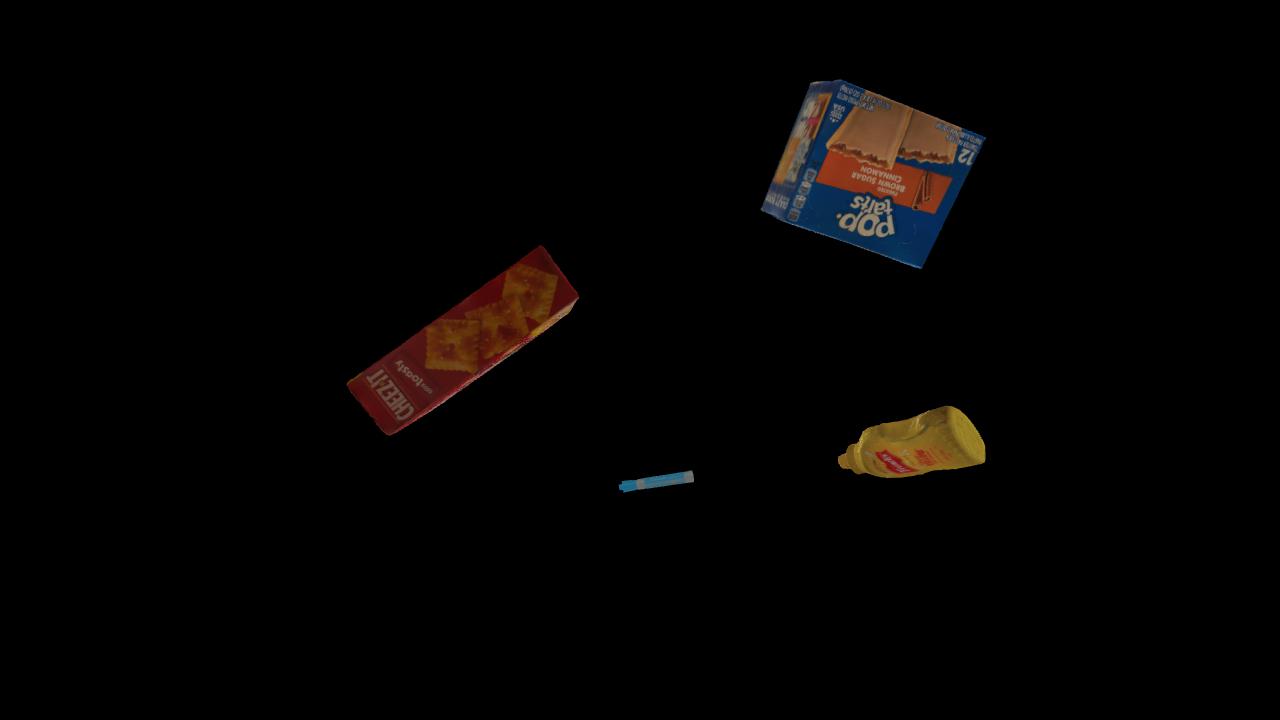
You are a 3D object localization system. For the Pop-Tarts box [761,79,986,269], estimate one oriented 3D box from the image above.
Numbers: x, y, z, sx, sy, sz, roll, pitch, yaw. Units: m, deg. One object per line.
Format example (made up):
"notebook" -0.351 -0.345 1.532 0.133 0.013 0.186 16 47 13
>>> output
"Pop-Tarts box" 0.238 -0.193 0.646 0.167 0.141 0.083 16 19 -11

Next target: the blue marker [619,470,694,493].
"blue marker" 0.026 0.196 0.989 0.121 0.020 0.020 -9 0 -1

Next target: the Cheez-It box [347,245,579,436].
"Cheez-It box" -0.175 -0.020 0.647 0.223 0.071 0.166 -37 6 -8

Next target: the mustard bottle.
"mustard bottle" 0.344 0.118 0.814 0.092 0.054 0.184 38 -39 -23
